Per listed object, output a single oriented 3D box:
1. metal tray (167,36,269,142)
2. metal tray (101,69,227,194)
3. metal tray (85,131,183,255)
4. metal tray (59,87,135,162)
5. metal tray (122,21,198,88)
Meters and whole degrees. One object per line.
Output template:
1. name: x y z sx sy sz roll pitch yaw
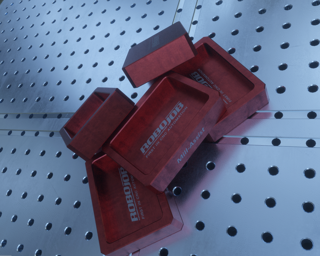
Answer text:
1. metal tray: 0.064 -0.055 0.404 0.090 0.030 0.130 -37 51 3
2. metal tray: 0.003 0.000 0.364 0.090 0.030 0.130 32 79 37
3. metal tray: -0.037 0.076 0.376 0.090 0.030 0.130 -29 52 9
4. metal tray: -0.090 -0.012 0.418 0.090 0.030 0.130 -51 22 -8
5. metal tray: -0.001 -0.106 0.431 0.090 0.030 0.130 -27 23 11
